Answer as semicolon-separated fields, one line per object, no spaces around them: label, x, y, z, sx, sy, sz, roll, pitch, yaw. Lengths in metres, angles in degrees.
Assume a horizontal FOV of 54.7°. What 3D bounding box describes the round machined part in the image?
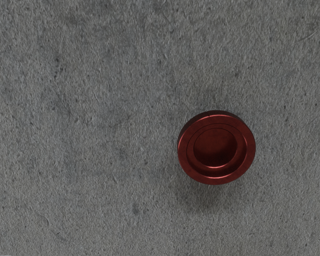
round machined part;0.072;0.022;0.409;0.099;0.042;0.097;0;110;0
